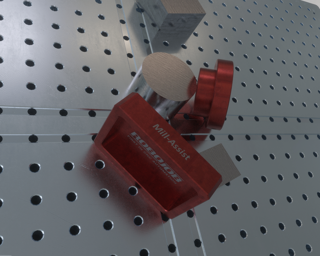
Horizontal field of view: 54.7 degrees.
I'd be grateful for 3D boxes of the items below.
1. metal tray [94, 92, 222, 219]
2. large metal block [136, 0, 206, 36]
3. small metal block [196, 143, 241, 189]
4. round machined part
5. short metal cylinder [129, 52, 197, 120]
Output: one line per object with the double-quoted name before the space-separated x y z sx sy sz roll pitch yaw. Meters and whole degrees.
"metal tray" -0.007 0.034 0.341 0.130 0.090 0.030 45 51 3
"large metal block" 0.018 -0.206 0.527 0.081 0.050 0.080 -14 69 -34
"small metal block" 0.071 0.054 0.413 0.050 0.025 0.050 -19 72 -35
"round machined part" 0.071 -0.048 0.434 0.042 0.097 0.098 9 55 4
"short metal cylinder" 0.003 -0.057 0.428 0.081 0.050 0.080 14 56 -21
